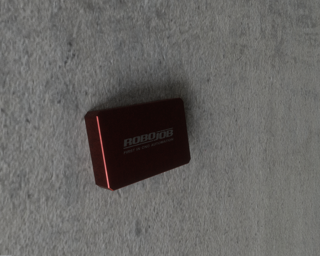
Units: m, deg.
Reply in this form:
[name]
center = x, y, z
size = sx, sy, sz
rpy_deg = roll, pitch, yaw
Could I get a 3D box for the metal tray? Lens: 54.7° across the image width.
[metal tray]
center = -0.022, 0.015, 0.385
size = 0.131, 0.030, 0.089
rpy_deg = -14, 99, -39
